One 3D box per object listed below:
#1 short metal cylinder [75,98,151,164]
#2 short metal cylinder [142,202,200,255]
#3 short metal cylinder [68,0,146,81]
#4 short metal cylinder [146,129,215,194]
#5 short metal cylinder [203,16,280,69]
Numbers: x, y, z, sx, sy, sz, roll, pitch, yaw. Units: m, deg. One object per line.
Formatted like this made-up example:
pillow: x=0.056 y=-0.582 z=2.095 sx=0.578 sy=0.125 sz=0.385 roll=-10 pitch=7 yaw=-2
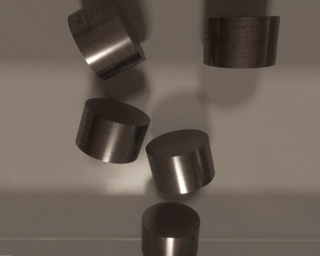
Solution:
short metal cylinder: x=-0.058 y=0.002 z=0.382 sx=0.080 sy=0.080 sz=0.050 roll=17 pitch=109 yaw=-7
short metal cylinder: x=0.015 y=0.149 z=0.437 sx=0.081 sy=0.080 sz=0.050 roll=2 pitch=110 yaw=-1
short metal cylinder: x=-0.057 y=-0.100 z=0.344 sx=0.050 sy=0.080 sz=0.080 roll=-26 pitch=108 yaw=9
short metal cylinder: x=0.026 y=0.041 z=0.397 sx=0.080 sy=0.080 sz=0.050 roll=-12 pitch=110 yaw=4
short metal cylinder: x=0.089 y=-0.098 z=0.347 sx=0.081 sy=0.080 sz=0.050 roll=-1 pitch=110 yaw=0
